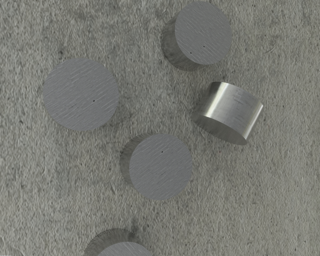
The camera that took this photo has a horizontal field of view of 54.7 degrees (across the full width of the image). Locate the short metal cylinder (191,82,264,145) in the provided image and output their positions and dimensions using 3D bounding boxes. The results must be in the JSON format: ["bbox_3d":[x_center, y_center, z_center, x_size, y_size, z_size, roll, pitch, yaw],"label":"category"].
[{"bbox_3d":[0.089,-0.018,0.412,0.080,0.080,0.050,32,80,-17],"label":"short metal cylinder"}]

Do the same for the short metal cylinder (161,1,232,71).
[{"bbox_3d":[0.047,-0.120,0.413,0.081,0.050,0.080,0,90,-20],"label":"short metal cylinder"}]

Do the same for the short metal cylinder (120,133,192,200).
[{"bbox_3d":[-0.006,0.046,0.393,0.081,0.050,0.080,0,90,-20],"label":"short metal cylinder"}]

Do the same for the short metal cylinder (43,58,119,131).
[{"bbox_3d":[-0.093,-0.037,0.361,0.081,0.050,0.080,0,90,-20],"label":"short metal cylinder"}]

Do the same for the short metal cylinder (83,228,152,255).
[{"bbox_3d":[-0.051,0.170,0.377,0.081,0.050,0.080,0,90,-20],"label":"short metal cylinder"}]
